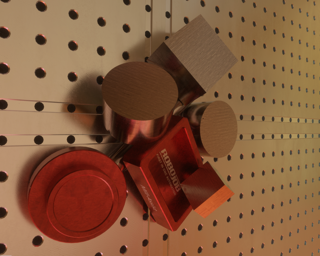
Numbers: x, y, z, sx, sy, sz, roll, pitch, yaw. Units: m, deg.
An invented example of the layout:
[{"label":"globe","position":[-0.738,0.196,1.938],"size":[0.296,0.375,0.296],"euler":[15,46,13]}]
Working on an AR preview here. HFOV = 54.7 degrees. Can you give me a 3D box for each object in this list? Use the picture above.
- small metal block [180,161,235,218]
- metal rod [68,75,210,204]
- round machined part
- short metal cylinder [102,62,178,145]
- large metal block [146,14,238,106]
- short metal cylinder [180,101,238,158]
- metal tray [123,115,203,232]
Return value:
[{"label":"small metal block","position":[0.061,0.080,0.406],"size":[0.050,0.050,0.025],"euler":[-42,124,8]},{"label":"metal rod","position":[0.000,-0.009,0.412],"size":[0.301,0.025,0.025],"euler":[-45,117,-30]},{"label":"round machined part","position":[-0.081,0.070,0.314],"size":[0.099,0.042,0.097],"euler":[-3,97,-24]},{"label":"short metal cylinder","position":[-0.024,-0.028,0.346],"size":[0.081,0.050,0.080],"euler":[5,57,-7]},{"label":"large metal block","position":[0.044,-0.090,0.414],"size":[0.080,0.050,0.080],"euler":[49,59,-6]},{"label":"short metal cylinder","position":[0.067,0.002,0.448],"size":[0.081,0.050,0.079],"euler":[0,90,-40]},{"label":"metal tray","position":[0.015,0.058,0.400],"size":[0.090,0.030,0.129],"euler":[-45,130,-30]}]
